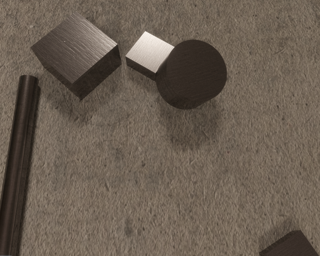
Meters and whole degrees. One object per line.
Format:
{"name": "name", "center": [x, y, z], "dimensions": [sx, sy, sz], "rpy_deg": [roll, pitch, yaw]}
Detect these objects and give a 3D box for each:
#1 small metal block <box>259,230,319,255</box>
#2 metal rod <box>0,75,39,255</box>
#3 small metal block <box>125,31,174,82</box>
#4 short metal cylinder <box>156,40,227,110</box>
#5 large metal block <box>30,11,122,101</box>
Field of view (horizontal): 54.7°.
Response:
{"name": "small metal block", "center": [0.152, 0.153, 0.354], "dimensions": [0.050, 0.025, 0.050], "rpy_deg": [-29, 73, -10]}
{"name": "metal rod", "center": [-0.179, 0.073, 0.379], "dimensions": [0.025, 0.025, 0.299], "rpy_deg": [-1, 70, -1]}
{"name": "small metal block", "center": [-0.014, -0.103, 0.446], "dimensions": [0.050, 0.025, 0.050], "rpy_deg": [31, 73, 10]}
{"name": "short metal cylinder", "center": [0.040, -0.068, 0.408], "dimensions": [0.081, 0.050, 0.080], "rpy_deg": [3, 80, -16]}
{"name": "large metal block", "center": [-0.113, -0.100, 0.430], "dimensions": [0.080, 0.050, 0.080], "rpy_deg": [40, 75, 13]}
